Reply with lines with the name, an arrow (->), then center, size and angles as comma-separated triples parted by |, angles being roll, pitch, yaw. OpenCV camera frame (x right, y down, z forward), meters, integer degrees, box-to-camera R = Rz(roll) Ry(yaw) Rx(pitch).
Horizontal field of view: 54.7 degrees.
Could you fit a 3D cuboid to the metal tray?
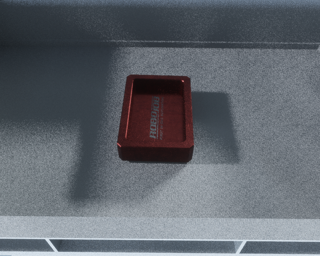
metal tray -> -0.004, -0.017, 0.412 | 0.091, 0.030, 0.130 | 2, 50, 0
